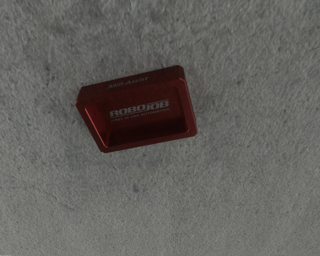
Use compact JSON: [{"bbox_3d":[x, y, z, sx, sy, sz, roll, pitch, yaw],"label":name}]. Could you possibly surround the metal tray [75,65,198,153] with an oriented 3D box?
[{"bbox_3d":[-0.026,-0.020,0.386,0.131,0.030,0.090,-11,130,9],"label":"metal tray"}]
